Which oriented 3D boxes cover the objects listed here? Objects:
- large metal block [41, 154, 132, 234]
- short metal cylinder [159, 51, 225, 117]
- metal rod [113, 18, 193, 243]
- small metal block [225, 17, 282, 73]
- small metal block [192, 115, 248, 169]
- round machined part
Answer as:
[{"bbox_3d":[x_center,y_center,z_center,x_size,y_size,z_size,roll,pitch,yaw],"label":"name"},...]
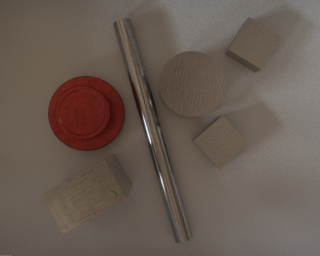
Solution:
[{"bbox_3d":[-0.084,0.076,0.383,0.080,0.080,0.050,-29,90,0],"label":"large metal block"},{"bbox_3d":[0.039,-0.053,0.399,0.081,0.050,0.079,0,90,-1],"label":"short metal cylinder"},{"bbox_3d":[-0.009,0.004,0.411,0.025,0.025,0.298,-16,90,0],"label":"metal rod"},{"bbox_3d":[0.123,-0.110,0.413,0.050,0.025,0.050,31,90,-1],"label":"small metal block"},{"bbox_3d":[0.079,0.018,0.413,0.050,0.025,0.050,-41,91,0],"label":"small metal block"},{"bbox_3d":[-0.096,-0.019,0.402,0.099,0.042,0.097,0,90,-1],"label":"round machined part"}]
